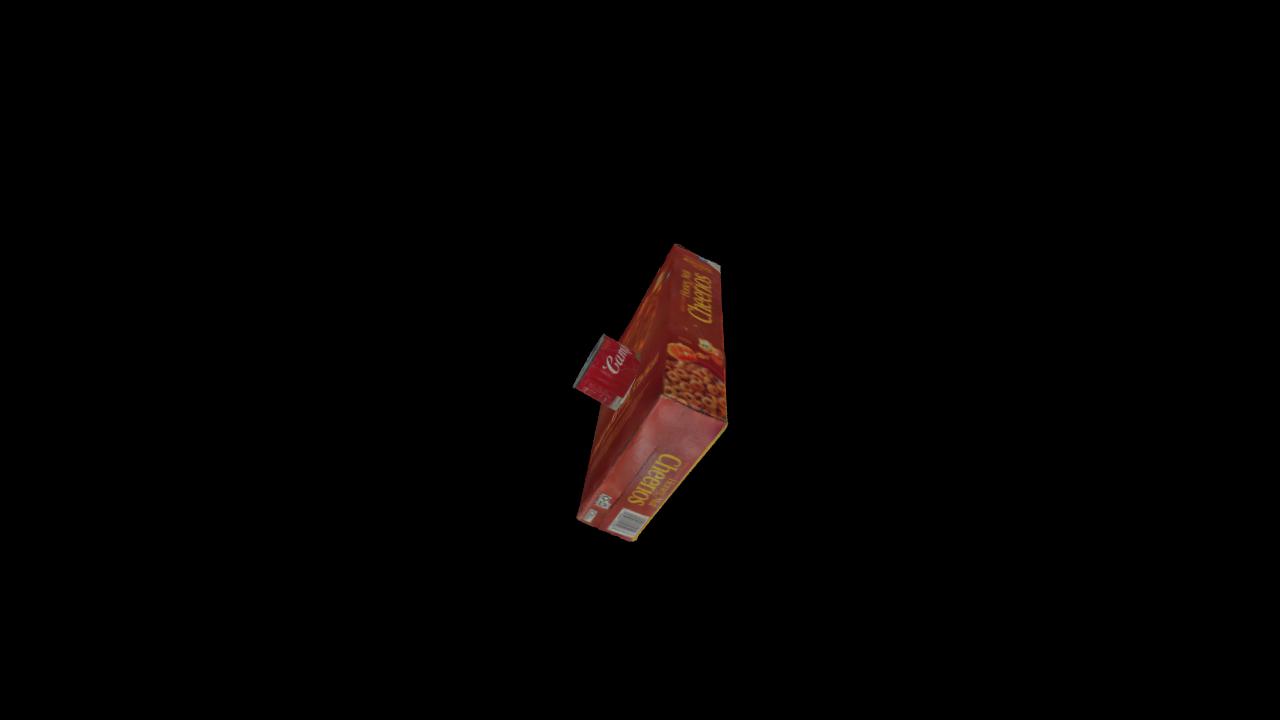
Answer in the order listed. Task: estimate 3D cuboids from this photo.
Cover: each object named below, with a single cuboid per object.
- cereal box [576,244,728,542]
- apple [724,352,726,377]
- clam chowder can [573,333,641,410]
[{"bbox_3d":[0.019,0.023,0.713,0.081,0.203,0.306,24,34,-11],"label":"cereal box"},{"bbox_3d":[0.059,0.004,0.683,0.079,0.093,0.079,-4,-19,-1],"label":"apple"},{"bbox_3d":[-0.012,0.026,0.663,0.102,0.068,0.068,31,-4,-7],"label":"clam chowder can"}]
